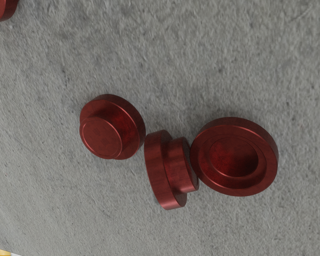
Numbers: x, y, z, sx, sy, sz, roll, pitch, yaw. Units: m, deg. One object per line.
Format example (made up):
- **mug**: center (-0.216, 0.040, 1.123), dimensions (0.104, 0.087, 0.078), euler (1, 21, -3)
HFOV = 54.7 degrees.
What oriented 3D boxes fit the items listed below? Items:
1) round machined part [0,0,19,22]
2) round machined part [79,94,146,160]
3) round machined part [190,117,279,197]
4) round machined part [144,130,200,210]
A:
- **round machined part**: center (-0.218, -0.186, 0.393), dimensions (0.098, 0.042, 0.097), euler (13, 124, 20)
- **round machined part**: center (-0.073, 0.005, 0.436), dimensions (0.098, 0.042, 0.097), euler (13, 124, 20)
- **round machined part**: center (0.088, 0.030, 0.366), dimensions (0.098, 0.042, 0.097), euler (11, 123, 18)
- **round machined part**: center (0.019, 0.048, 0.383), dimensions (0.042, 0.098, 0.098), euler (-16, 111, 14)
